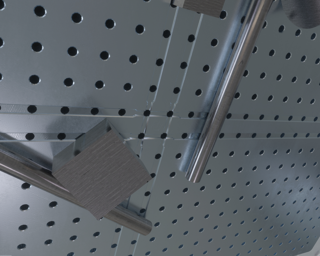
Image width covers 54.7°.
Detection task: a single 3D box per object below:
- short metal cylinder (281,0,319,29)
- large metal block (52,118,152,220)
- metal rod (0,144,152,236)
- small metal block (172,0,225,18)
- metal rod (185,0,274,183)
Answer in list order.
[{"bbox_3d":[0.197,-0.168,0.379,0.050,0.080,0.080,-22,127,-16],"label":"short metal cylinder"},{"bbox_3d":[-0.070,0.048,0.374,0.080,0.050,0.080,-37,113,-3],"label":"large metal block"},{"bbox_3d":[-0.111,0.085,0.403,0.025,0.025,0.301,-46,129,4],"label":"metal rod"},{"bbox_3d":[0.047,-0.154,0.342,0.050,0.025,0.050,3,117,-30],"label":"small metal block"},{"bbox_3d":[0.093,-0.052,0.430,0.025,0.025,0.298,3,117,-30],"label":"metal rod"}]
